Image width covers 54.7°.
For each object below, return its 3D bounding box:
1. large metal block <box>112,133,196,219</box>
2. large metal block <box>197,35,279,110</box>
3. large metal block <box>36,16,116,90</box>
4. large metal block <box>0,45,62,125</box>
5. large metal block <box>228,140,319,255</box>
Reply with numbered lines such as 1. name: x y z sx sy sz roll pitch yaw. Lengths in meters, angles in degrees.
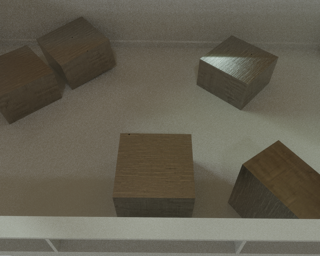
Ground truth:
1. large metal block: -0.005 0.053 0.344 0.081 0.050 0.080 1 50 0
2. large metal block: 0.113 -0.084 0.461 0.080 0.050 0.080 35 58 25
3. large metal block: -0.128 -0.117 0.480 0.080 0.050 0.080 -35 59 -18
4. large metal block: -0.201 -0.064 0.440 0.080 0.050 0.080 -33 58 -25
5. large metal block: 0.121 0.073 0.309 0.050 0.080 0.080 -28 56 -22
